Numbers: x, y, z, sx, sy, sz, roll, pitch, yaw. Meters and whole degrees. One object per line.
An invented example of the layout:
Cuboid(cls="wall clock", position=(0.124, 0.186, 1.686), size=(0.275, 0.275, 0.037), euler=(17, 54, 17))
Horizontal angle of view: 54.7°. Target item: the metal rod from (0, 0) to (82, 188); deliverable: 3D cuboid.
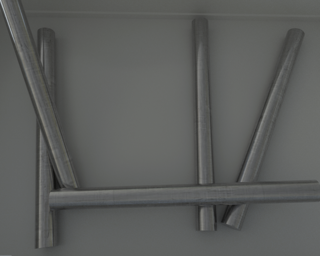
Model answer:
Cuboid(cls="metal rod", position=(-0.153, -0.066, 0.375), size=(0.025, 0.025, 0.298), euler=(-18, 93, -7))

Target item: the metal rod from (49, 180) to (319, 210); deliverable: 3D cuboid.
Cuboid(cls="metal rod", position=(0.027, 0.077, 0.355), size=(0.302, 0.025, 0.025), euler=(-2, 70, 2))

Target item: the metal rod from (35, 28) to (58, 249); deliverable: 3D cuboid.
Cuboid(cls="metal rod", position=(-0.150, -0.002, 0.408), size=(0.025, 0.025, 0.299), euler=(-7, 70, -3))

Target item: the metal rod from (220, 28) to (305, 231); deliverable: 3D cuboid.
Cuboid(cls="metal rod", position=(0.143, -0.012, 0.415), size=(0.025, 0.025, 0.300), euler=(22, 71, 7))

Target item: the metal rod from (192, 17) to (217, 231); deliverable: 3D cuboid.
Cuboid(cls="metal rod", position=(0.058, -0.019, 0.417), size=(0.025, 0.025, 0.299), euler=(1, 70, 0))
